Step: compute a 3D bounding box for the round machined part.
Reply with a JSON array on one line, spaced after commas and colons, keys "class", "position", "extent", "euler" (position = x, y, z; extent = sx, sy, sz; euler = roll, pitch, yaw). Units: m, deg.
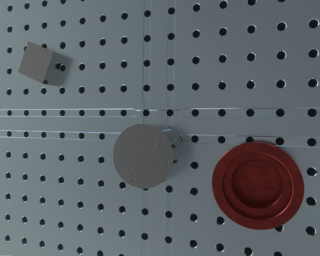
[{"class": "round machined part", "position": [0.114, 0.064, 0.363], "extent": [0.098, 0.042, 0.097], "euler": [0, 90, 20]}]

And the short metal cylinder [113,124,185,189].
[{"class": "short metal cylinder", "position": [-0.013, 0.035, 0.404], "extent": [0.080, 0.050, 0.079], "euler": [0, 90, 20]}]

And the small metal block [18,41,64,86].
[{"class": "small metal block", "position": [-0.183, -0.099, 0.477], "extent": [0.050, 0.025, 0.050], "euler": [25, 98, 18]}]
